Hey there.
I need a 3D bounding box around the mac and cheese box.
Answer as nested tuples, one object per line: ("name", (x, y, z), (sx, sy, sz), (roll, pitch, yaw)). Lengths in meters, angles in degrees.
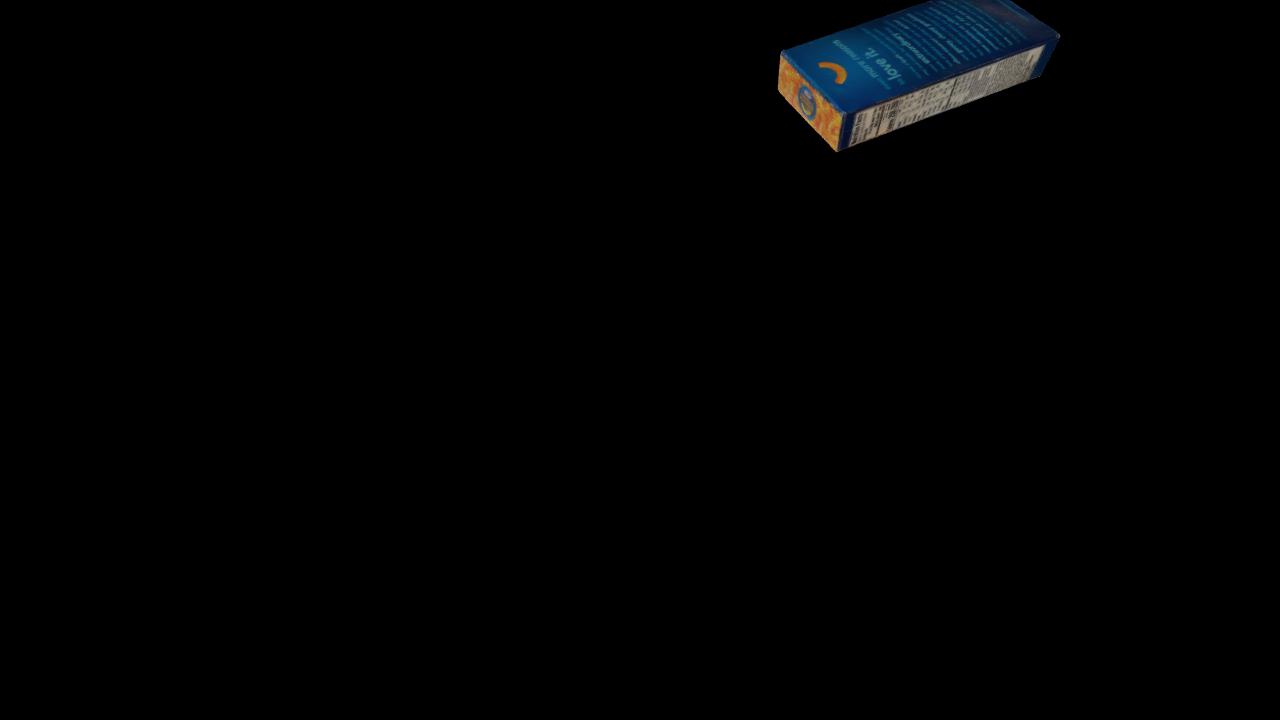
("mac and cheese box", (0.212, -0.231, 0.479), (0.184, 0.093, 0.041), (-22, -31, -6))
